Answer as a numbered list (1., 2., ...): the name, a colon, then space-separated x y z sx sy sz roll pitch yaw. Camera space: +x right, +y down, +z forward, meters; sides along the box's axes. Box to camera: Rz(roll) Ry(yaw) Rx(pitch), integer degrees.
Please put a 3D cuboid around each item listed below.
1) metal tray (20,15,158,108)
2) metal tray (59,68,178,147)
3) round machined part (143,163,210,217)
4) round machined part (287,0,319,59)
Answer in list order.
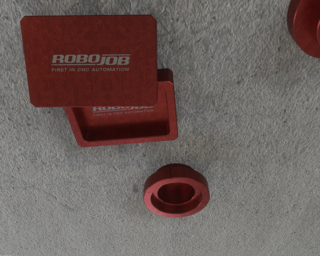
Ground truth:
1. metal tray: -0.068 -0.068 0.320 0.131 0.030 0.089 0 106 1
2. metal tray: -0.046 -0.022 0.384 0.131 0.030 0.089 -5 130 3
3. round machined part: 0.025 0.092 0.475 0.099 0.042 0.097 -1 130 0
4. round machined part: 0.182 -0.111 0.304 0.099 0.042 0.097 -1 130 0
